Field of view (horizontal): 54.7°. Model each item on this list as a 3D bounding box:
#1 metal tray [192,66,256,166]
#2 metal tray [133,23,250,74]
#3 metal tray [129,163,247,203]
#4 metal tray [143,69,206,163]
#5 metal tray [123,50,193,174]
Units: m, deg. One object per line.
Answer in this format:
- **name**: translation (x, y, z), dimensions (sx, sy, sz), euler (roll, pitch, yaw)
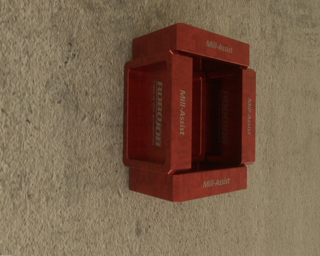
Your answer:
- **metal tray**: translation (0.088, -0.015, 0.439), dimensions (0.030, 0.090, 0.129), euler (1, 89, -40)
- **metal tray**: translation (0.042, -0.096, 0.400), dimensions (0.131, 0.090, 0.030), euler (1, 90, -40)
- **metal tray**: translation (0.038, 0.064, 0.397), dimensions (0.131, 0.090, 0.030), euler (1, 90, -40)
- **metal tray**: translation (0.021, -0.017, 0.423), dimensions (0.091, 0.030, 0.129), euler (1, 89, -40)
- **metal tray**: translation (-0.005, -0.017, 0.360), dimensions (0.030, 0.090, 0.129), euler (1, 89, -40)
